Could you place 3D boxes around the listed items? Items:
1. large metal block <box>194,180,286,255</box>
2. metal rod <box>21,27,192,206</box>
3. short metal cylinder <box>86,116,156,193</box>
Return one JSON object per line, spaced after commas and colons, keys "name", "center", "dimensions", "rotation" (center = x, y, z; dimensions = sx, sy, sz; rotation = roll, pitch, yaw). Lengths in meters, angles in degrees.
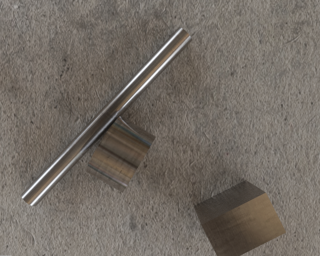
{"name": "large metal block", "center": [0.093, 0.112, 0.383], "dimensions": [0.080, 0.080, 0.050], "rotation": [-27, 90, 0]}
{"name": "metal rod", "center": [-0.069, -0.015, 0.409], "dimensions": [0.025, 0.025, 0.300], "rotation": [43, 90, 0]}
{"name": "short metal cylinder", "center": [-0.047, 0.032, 0.382], "dimensions": [0.050, 0.080, 0.080], "rotation": [31, 90, 0]}
